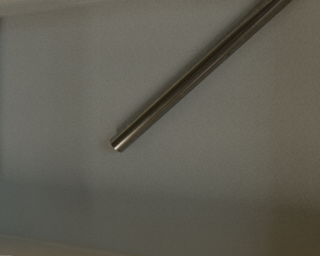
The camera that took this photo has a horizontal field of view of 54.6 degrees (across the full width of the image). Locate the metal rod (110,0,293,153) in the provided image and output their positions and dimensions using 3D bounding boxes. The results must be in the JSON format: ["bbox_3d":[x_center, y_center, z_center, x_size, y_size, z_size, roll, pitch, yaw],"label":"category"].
[{"bbox_3d":[0.048,-0.071,0.393,0.299,0.025,0.025,-41,77,15],"label":"metal rod"}]
